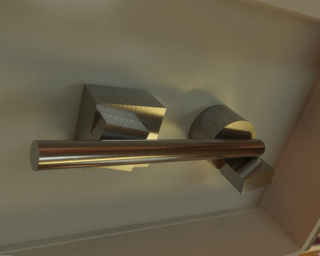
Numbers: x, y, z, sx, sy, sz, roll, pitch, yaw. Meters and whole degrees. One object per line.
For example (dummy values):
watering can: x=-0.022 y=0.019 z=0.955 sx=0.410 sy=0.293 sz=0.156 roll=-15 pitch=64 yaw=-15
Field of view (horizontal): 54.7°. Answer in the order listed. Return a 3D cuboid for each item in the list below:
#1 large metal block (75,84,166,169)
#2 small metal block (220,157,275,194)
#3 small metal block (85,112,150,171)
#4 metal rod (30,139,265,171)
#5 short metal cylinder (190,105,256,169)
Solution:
large metal block: x=-0.049 y=-0.001 z=0.363 sx=0.081 sy=0.050 sz=0.079 roll=3 pitch=117 yaw=-30
small metal block: x=0.119 y=0.059 z=0.428 sx=0.050 sy=0.050 sz=0.025 roll=-14 pitch=124 yaw=-21
small metal block: x=-0.047 y=0.015 z=0.327 sx=0.050 sy=0.025 sz=0.050 roll=14 pitch=111 yaw=-34
metal rod: x=0.018 y=0.025 z=0.342 sx=0.302 sy=0.025 sz=0.025 roll=1 pitch=118 yaw=-38
short metal cylinder: x=0.091 y=0.013 z=0.450 sx=0.081 sy=0.050 sz=0.079 roll=-14 pitch=125 yaw=-21
